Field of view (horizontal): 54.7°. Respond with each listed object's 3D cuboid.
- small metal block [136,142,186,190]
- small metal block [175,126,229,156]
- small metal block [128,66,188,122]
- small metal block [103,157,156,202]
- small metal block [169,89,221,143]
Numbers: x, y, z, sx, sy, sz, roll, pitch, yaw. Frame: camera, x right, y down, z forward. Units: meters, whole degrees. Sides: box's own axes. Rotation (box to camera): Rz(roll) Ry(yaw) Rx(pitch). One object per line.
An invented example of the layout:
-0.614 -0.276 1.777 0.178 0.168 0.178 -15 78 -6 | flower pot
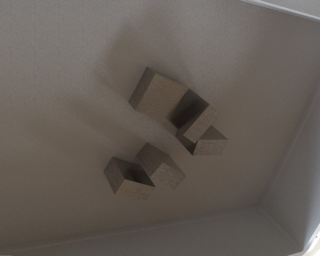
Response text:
0.001 0.052 0.425 0.025 0.050 0.050 -50 129 7 | small metal block
0.057 0.014 0.432 0.050 0.050 0.025 1 118 -29 | small metal block
-0.003 -0.041 0.382 0.050 0.025 0.050 19 109 -36 | small metal block
-0.041 0.068 0.412 0.050 0.050 0.025 23 106 -37 | small metal block
0.042 -0.016 0.405 0.050 0.050 0.025 -50 129 7 | small metal block
